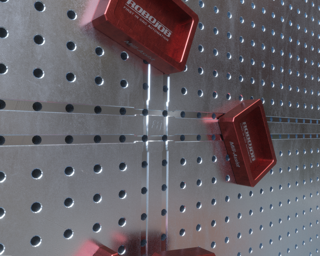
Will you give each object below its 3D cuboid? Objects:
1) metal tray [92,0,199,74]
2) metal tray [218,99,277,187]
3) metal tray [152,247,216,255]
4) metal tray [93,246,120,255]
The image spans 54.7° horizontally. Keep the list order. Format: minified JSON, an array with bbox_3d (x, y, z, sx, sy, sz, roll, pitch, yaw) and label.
[{"bbox_3d":[-0.012,-0.138,0.397,0.131,0.030,0.090,27,73,-37],"label":"metal tray"},{"bbox_3d":[0.156,0.025,0.539,0.091,0.030,0.129,-31,110,-36],"label":"metal tray"},{"bbox_3d":[0.024,0.223,0.389,0.091,0.030,0.129,13,82,-40],"label":"metal tray"},{"bbox_3d":[-0.050,0.215,0.367,0.090,0.030,0.130,-52,121,-27],"label":"metal tray"}]
